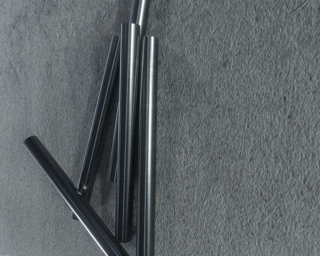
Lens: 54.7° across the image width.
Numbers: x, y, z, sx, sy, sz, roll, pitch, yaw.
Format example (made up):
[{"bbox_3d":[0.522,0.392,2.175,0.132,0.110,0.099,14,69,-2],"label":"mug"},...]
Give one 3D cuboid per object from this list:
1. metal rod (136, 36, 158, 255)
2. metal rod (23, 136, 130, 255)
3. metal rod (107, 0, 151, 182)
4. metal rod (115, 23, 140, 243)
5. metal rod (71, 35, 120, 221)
[{"bbox_3d":[-0.017,0.029,0.419,0.025,0.025,0.298,2,91,40],"label":"metal rod"},{"bbox_3d":[-0.122,0.122,0.476,0.300,0.025,0.025,45,117,20],"label":"metal rod"},{"bbox_3d":[-0.042,-0.069,0.439,0.025,0.025,0.298,15,99,39],"label":"metal rod"},{"bbox_3d":[-0.045,0.013,0.426,0.025,0.025,0.298,10,102,39],"label":"metal rod"},{"bbox_3d":[-0.097,0.008,0.484,0.025,0.025,0.298,26,106,37],"label":"metal rod"}]
